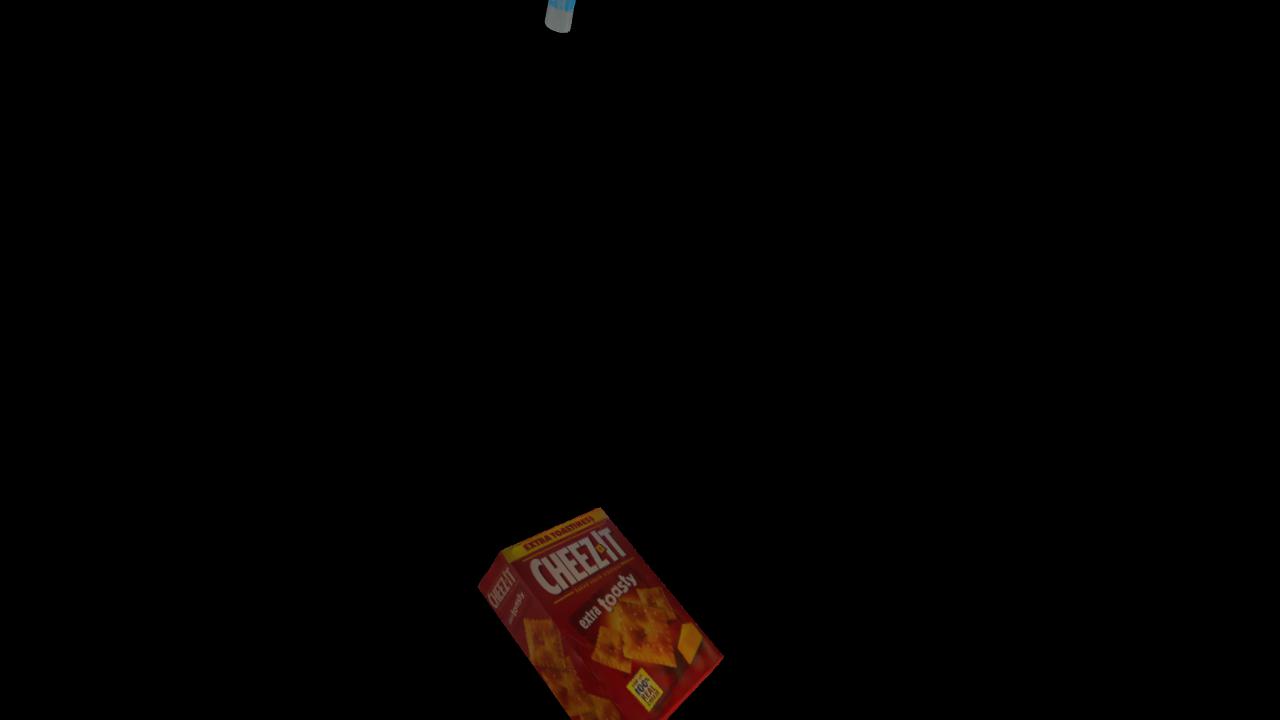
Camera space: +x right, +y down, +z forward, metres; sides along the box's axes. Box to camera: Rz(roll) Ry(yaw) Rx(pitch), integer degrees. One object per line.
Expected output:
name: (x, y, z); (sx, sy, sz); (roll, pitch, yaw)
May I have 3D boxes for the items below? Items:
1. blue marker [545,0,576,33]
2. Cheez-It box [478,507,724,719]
blue marker: (-0.043, -0.278, 0.400); (0.020, 0.020, 0.121); (0, -39, -20)
Cheez-It box: (-0.039, 0.278, 0.655); (0.223, 0.071, 0.166); (45, 26, 24)
